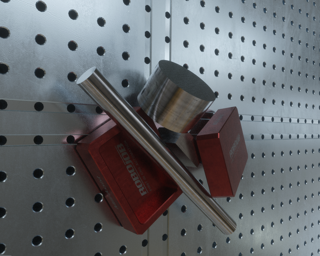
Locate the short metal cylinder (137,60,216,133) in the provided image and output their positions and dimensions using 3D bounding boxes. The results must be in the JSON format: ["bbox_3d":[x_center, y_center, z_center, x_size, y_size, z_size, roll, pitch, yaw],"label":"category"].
[{"bbox_3d":[0.020,-0.039,0.378,0.081,0.080,0.050,10,125,-40],"label":"short metal cylinder"}]

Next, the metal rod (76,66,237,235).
[{"bbox_3d":[0.014,0.046,0.377,0.300,0.025,0.025,49,61,-29],"label":"metal rod"}]

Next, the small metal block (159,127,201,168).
[{"bbox_3d":[0.023,0.025,0.407,0.050,0.050,0.025,48,61,-30],"label":"small metal block"}]

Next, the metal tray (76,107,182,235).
[{"bbox_3d":[-0.030,0.050,0.376,0.091,0.030,0.129,-39,114,-33],"label":"metal tray"}]

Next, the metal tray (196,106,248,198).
[{"bbox_3d":[0.095,0.030,0.448,0.131,0.030,0.089,-40,117,-59],"label":"metal tray"}]
